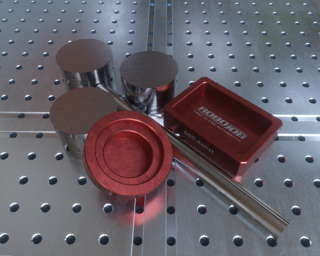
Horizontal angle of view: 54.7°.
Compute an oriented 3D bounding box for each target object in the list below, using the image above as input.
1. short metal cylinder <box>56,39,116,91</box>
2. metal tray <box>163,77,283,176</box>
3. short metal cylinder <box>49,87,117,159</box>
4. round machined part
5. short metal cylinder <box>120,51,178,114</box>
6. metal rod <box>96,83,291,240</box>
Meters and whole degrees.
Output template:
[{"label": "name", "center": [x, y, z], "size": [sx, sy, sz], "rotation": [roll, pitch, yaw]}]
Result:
[{"label": "short metal cylinder", "center": [-0.109, -0.090, 0.466], "size": [0.080, 0.050, 0.080], "rotation": [0, 50, 0]}, {"label": "metal tray", "center": [0.080, -0.008, 0.410], "size": [0.130, 0.030, 0.090], "rotation": [36, 59, 26]}, {"label": "short metal cylinder", "center": [-0.093, -0.007, 0.396], "size": [0.080, 0.050, 0.080], "rotation": [0, 50, 0]}, {"label": "round machined part", "center": [-0.038, 0.032, 0.355], "size": [0.099, 0.042, 0.098], "rotation": [8, 64, -16]}, {"label": "short metal cylinder", "center": [-0.015, -0.066, 0.446], "size": [0.080, 0.050, 0.080], "rotation": [0, 50, 0]}, {"label": "metal rod", "center": [0.020, 0.025, 0.387], "size": [0.300, 0.025, 0.025], "rotation": [37, 59, 27]}]
